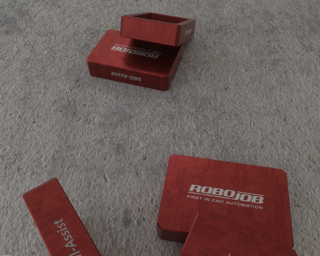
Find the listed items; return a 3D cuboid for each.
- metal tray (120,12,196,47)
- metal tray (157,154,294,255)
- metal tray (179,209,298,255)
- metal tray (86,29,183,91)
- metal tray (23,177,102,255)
[{"bbox_3d":[0.002,-0.163,0.501,0.090,0.030,0.130,14,25,11],"label":"metal tray"},{"bbox_3d":[0.068,0.081,0.332,0.131,0.030,0.090,8,50,6],"label":"metal tray"},{"bbox_3d":[0.049,0.146,0.255,0.090,0.030,0.130,23,66,13],"label":"metal tray"},{"bbox_3d":[-0.038,-0.110,0.492,0.131,0.030,0.090,13,51,11],"label":"metal tray"},{"bbox_3d":[-0.066,0.115,0.263,0.030,0.090,0.130,-29,56,-22],"label":"metal tray"}]
